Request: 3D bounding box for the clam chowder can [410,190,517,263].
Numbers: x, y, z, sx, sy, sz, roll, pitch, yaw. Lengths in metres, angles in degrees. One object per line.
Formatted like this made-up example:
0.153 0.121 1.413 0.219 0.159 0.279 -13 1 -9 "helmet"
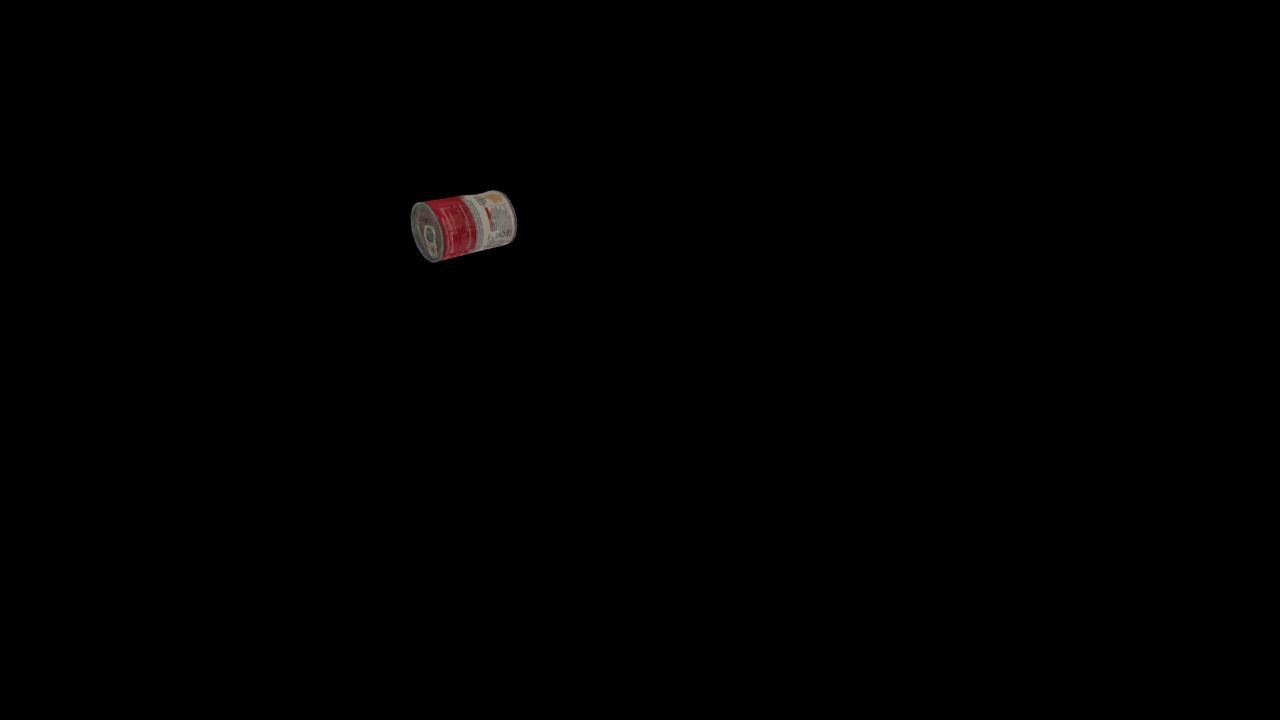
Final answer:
-0.203 -0.158 0.717 0.102 0.068 0.068 -25 17 -40 "clam chowder can"
